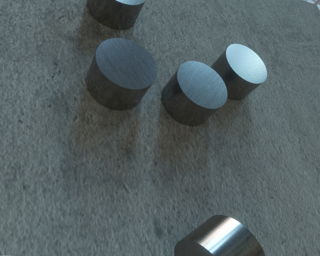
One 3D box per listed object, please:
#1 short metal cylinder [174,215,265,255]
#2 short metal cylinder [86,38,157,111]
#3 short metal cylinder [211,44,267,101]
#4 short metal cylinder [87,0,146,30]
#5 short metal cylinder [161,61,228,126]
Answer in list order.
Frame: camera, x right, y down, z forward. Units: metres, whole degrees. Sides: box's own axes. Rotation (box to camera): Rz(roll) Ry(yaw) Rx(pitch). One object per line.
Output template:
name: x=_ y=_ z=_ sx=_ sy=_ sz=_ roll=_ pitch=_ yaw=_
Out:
short metal cylinder: x=0.061 y=0.138 z=0.319 sx=0.050 sy=0.080 sz=0.080 roll=-23 pitch=75 yaw=-37
short metal cylinder: x=-0.051 y=-0.070 z=0.404 sx=0.081 sy=0.050 sz=0.080 roll=14 pitch=56 yaw=-21
short metal cylinder: x=0.129 y=-0.093 z=0.516 sx=0.081 sy=0.050 sz=0.080 roll=14 pitch=56 yaw=-21
short metal cylinder: x=-0.066 y=-0.199 z=0.475 sx=0.081 sy=0.050 sz=0.080 roll=14 pitch=56 yaw=-21
short metal cylinder: x=0.049 y=-0.049 z=0.446 sx=0.081 sy=0.050 sz=0.080 roll=14 pitch=56 yaw=-21
